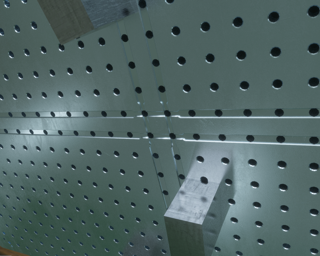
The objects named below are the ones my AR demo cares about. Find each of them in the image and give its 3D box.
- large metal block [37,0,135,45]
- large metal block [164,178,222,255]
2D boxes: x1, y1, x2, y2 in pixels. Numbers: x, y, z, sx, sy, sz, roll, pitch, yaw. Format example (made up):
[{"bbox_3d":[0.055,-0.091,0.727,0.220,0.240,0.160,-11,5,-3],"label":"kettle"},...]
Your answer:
[{"bbox_3d":[-0.083,-0.144,0.331,0.050,0.080,0.080,-12,112,33],"label":"large metal block"},{"bbox_3d":[0.050,0.129,0.429,0.050,0.080,0.080,6,121,25],"label":"large metal block"}]
